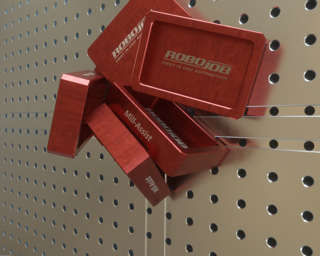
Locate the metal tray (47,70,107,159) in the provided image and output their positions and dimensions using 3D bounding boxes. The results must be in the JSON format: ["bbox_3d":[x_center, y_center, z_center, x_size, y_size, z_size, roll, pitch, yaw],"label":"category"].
[{"bbox_3d":[-0.100,-0.025,0.394,0.030,0.130,0.089,14,102,-4],"label":"metal tray"}]

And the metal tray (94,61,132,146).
[{"bbox_3d":[-0.071,-0.049,0.466,0.090,0.030,0.129,46,117,29],"label":"metal tray"}]

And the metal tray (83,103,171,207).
[{"bbox_3d":[-0.036,0.037,0.377,0.030,0.130,0.090,-38,60,-9],"label":"metal tray"}]

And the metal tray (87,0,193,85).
[{"bbox_3d":[-0.026,-0.114,0.404,0.130,0.030,0.090,-44,66,15],"label":"metal tray"}]

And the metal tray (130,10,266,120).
[{"bbox_3d":[0.039,-0.070,0.343,0.130,0.030,0.089,17,102,15],"label":"metal tray"}]

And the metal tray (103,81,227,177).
[{"bbox_3d":[0.005,-0.003,0.362,0.130,0.091,0.030,46,117,30],"label":"metal tray"}]
